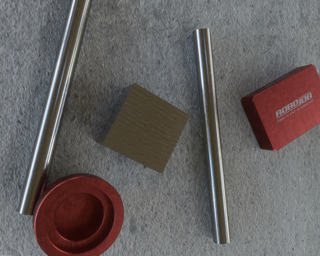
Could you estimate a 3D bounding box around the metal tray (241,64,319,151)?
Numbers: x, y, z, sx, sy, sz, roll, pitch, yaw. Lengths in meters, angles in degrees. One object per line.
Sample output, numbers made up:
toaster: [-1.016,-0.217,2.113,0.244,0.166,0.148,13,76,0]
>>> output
metal tray: [0.199,-0.033,0.482,0.131,0.030,0.090,-28,100,-18]

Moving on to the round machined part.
round machined part: [-0.096,0.101,0.361,0.099,0.042,0.097,-1,93,-27]

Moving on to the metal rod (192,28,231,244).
metal rod: [0.073,0.013,0.437,0.025,0.025,0.298,-7,93,-20]

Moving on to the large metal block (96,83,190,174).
large metal block: [-0.022,0.001,0.389,0.080,0.050,0.080,29,80,-18]

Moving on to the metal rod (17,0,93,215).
metal rod: [-0.118,-0.049,0.365,0.025,0.025,0.298,14,85,-20]
